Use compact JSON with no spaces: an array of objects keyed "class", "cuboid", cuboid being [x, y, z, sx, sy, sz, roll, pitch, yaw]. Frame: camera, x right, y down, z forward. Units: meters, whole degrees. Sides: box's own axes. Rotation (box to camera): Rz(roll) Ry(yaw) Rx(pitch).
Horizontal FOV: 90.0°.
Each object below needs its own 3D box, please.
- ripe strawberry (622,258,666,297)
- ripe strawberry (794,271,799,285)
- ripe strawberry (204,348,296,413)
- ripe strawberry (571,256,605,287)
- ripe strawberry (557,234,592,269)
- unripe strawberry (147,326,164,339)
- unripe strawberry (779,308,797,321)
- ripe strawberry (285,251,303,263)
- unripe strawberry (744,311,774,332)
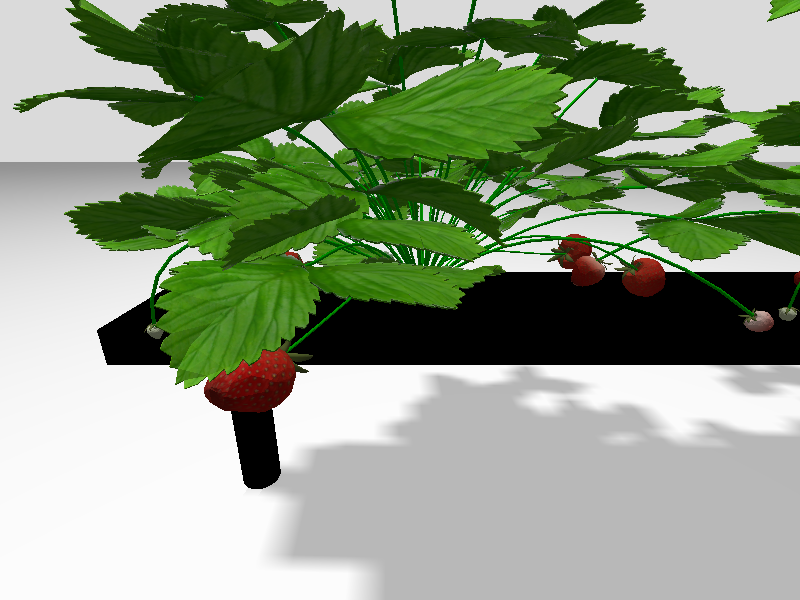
[{"class":"ripe strawberry","cuboid":[0.225,-0.019,0.367,0.035,0.035,0.033,33,18,-11]},{"class":"ripe strawberry","cuboid":[0.375,-0.017,0.360,0.030,0.029,0.033,-2,21,-4]},{"class":"ripe strawberry","cuboid":[-0.077,0.038,0.202,0.043,0.037,0.043,11,24,27]},{"class":"ripe strawberry","cuboid":[0.182,-0.026,0.391,0.030,0.031,0.029,38,19,-9]},{"class":"ripe strawberry","cuboid":[0.194,-0.054,0.441,0.038,0.040,0.035,-9,23,-24]},{"class":"unripe strawberry","cuboid":[-0.156,0.020,0.256,0.010,0.010,0.011,-13,25,-31]},{"class":"unripe strawberry","cuboid":[0.297,0.011,0.307,0.010,0.010,0.011,-8,22,-20]},{"class":"ripe strawberry","cuboid":[-0.114,-0.033,0.398,0.031,0.031,0.035,5,21,13]},{"class":"unripe strawberry","cuboid":[0.262,0.016,0.291,0.016,0.016,0.014,37,28,4]}]
